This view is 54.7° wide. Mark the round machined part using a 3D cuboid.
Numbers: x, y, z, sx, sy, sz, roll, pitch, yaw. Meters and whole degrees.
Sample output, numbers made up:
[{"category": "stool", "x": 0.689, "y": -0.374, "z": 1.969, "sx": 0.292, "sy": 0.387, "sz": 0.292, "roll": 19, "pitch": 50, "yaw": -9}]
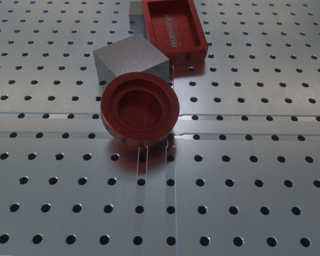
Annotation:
[{"category": "round machined part", "x": -0.027, "y": -0.021, "z": 0.402, "sx": 0.099, "sy": 0.042, "sz": 0.098, "roll": 5, "pitch": 64, "yaw": -9}]

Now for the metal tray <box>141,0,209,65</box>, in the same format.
[{"category": "metal tray", "x": 0.022, "y": -0.168, "z": 0.528, "sx": 0.091, "sy": 0.030, "sz": 0.130, "roll": -8, "pitch": 62, "yaw": -7}]

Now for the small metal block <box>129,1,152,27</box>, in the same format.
[{"category": "small metal block", "x": -0.032, "y": -0.218, "z": 0.590, "sx": 0.050, "sy": 0.025, "sz": 0.050, "roll": 0, "pitch": 50, "yaw": -1}]

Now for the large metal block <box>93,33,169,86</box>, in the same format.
[{"category": "large metal block", "x": -0.043, "y": -0.090, "z": 0.466, "sx": 0.081, "sy": 0.050, "sz": 0.080, "roll": -28, "pitch": 56, "yaw": -22}]
